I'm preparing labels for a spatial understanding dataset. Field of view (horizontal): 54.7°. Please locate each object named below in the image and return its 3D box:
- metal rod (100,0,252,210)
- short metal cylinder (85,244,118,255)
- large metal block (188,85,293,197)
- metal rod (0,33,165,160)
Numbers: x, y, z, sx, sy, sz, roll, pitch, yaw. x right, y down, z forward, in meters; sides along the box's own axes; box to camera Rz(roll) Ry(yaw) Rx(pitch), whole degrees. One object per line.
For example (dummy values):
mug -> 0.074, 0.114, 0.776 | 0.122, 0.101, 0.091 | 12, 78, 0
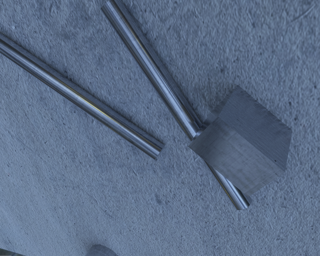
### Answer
metal rod -> 0.027, -0.020, 0.379 | 0.025, 0.025, 0.299 | -26, 105, 37
short metal cylinder -> -0.123, 0.287, 0.633 | 0.080, 0.050, 0.079 | 13, 124, 21
large metal block -> 0.088, 0.011, 0.331 | 0.080, 0.080, 0.050 | 40, 129, 1
metal rod -> -0.124, -0.050, 0.441 | 0.301, 0.025, 0.025 | 34, 129, 5
